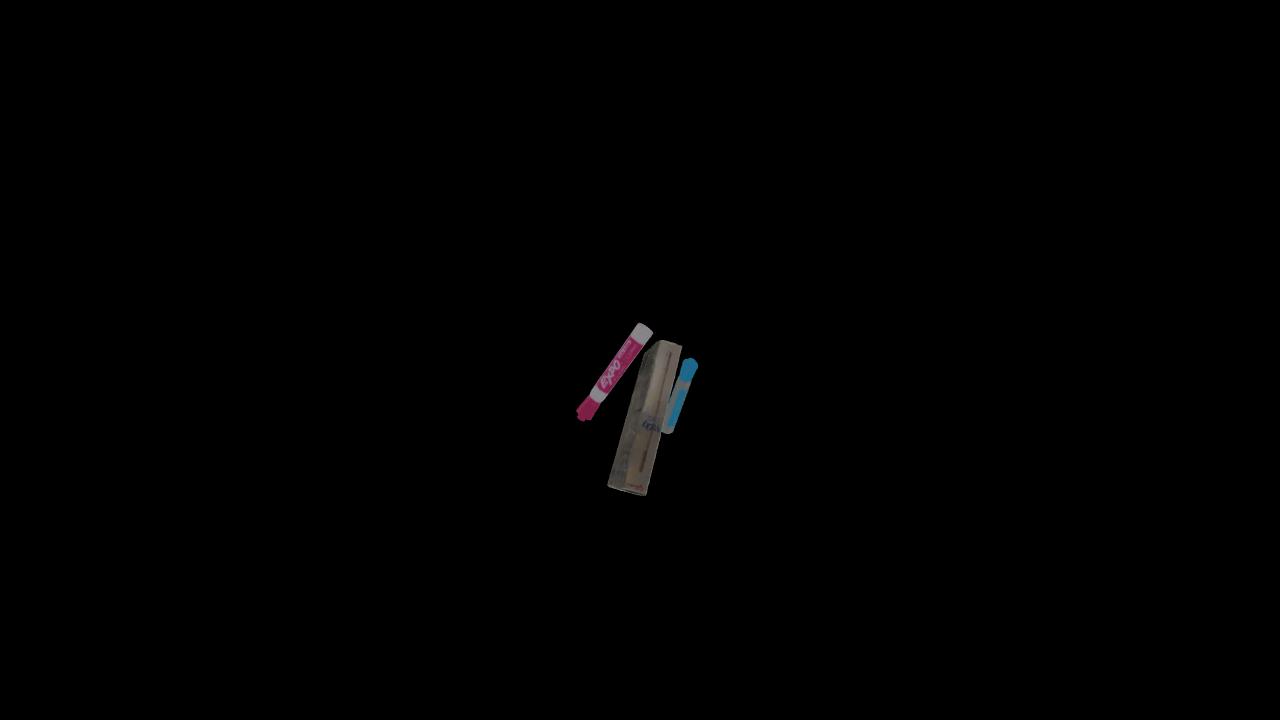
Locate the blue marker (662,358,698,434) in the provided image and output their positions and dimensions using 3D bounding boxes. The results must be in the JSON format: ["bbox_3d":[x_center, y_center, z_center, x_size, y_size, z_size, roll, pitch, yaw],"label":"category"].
[{"bbox_3d":[0.047,0.044,0.751,0.020,0.121,0.020,10,41,-8],"label":"blue marker"}]

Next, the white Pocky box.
[{"bbox_3d":[0.004,0.060,0.637,0.028,0.154,0.084,17,-12,-10],"label":"white Pocky box"}]

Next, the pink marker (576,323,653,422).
[{"bbox_3d":[-0.028,0.015,0.634,0.020,0.121,0.020,34,14,-9],"label":"pink marker"}]
